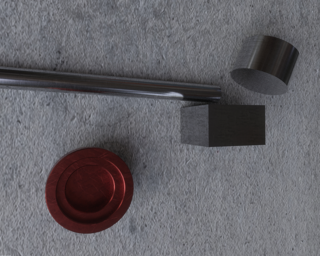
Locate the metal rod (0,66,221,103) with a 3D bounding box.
[{"bbox_3d":[-0.061,-0.052,0.386,0.303,0.025,0.025,2,90,-21],"label":"metal rod"}]

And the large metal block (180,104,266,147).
[{"bbox_3d":[0.080,-0.003,0.411,0.081,0.080,0.050,-1,91,-20],"label":"large metal block"}]

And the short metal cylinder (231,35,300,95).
[{"bbox_3d":[0.147,-0.086,0.436,0.080,0.080,0.050,25,82,-19],"label":"short metal cylinder"}]

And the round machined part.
[{"bbox_3d":[-0.084,0.071,0.370,0.099,0.042,0.097,0,90,-21],"label":"round machined part"}]
